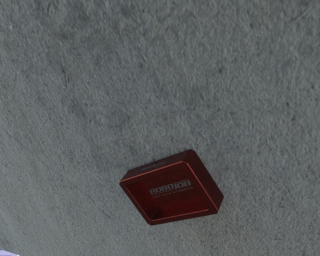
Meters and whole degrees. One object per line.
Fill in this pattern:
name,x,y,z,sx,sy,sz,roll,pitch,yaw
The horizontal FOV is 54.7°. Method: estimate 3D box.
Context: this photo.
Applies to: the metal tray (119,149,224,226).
metal tray,0.014,0.091,0.450,0.130,0.030,0.090,-23,106,36
